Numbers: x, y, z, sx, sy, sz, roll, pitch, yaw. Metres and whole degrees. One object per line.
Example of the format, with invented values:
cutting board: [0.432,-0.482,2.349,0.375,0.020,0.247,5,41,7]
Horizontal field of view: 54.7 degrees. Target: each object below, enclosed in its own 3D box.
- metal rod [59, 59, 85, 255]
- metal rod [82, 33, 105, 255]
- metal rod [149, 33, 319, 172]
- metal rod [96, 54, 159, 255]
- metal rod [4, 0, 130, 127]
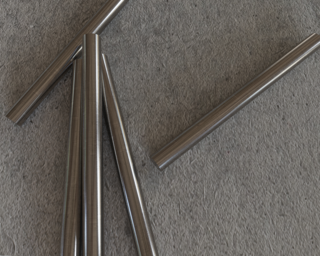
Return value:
metal rod: [-0.106,0.049,0.388,0.025,0.025,0.299,-2,70,-1]
metal rod: [-0.084,0.022,0.384,0.025,0.025,0.299,-3,75,-2]
metal rod: [0.112,-0.042,0.424,0.301,0.025,0.025,-36,74,-13]
metal rod: [-0.047,0.037,0.394,0.025,0.025,0.299,-15,71,-6]
metal rod: [-0.113,-0.127,0.453,0.025,0.025,0.300,31,73,10]
